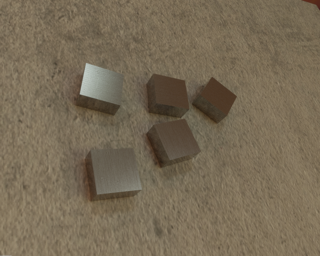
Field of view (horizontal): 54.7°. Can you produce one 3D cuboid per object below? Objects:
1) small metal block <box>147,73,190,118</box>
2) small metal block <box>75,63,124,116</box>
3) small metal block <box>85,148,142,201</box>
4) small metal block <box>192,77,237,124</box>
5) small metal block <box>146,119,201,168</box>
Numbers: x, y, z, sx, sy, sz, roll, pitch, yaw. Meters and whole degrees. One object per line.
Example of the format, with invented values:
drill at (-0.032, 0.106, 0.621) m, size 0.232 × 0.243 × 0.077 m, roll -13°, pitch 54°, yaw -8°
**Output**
small metal block at (0.011, -0.045, 0.439) m, size 0.050 × 0.025 × 0.050 m, roll 9°, pitch 58°, yaw -24°
small metal block at (-0.076, -0.049, 0.394) m, size 0.050 × 0.025 × 0.050 m, roll 15°, pitch 56°, yaw -20°
small metal block at (-0.053, 0.051, 0.345) m, size 0.050 × 0.025 × 0.050 m, roll 0°, pitch 62°, yaw -29°
small metal block at (0.085, -0.043, 0.478) m, size 0.050 × 0.025 × 0.050 m, roll 38°, pitch 51°, yaw -3°
small metal block at (0.018, 0.019, 0.403) m, size 0.050 × 0.025 × 0.050 m, roll -12°, pitch 68°, yaw -33°
